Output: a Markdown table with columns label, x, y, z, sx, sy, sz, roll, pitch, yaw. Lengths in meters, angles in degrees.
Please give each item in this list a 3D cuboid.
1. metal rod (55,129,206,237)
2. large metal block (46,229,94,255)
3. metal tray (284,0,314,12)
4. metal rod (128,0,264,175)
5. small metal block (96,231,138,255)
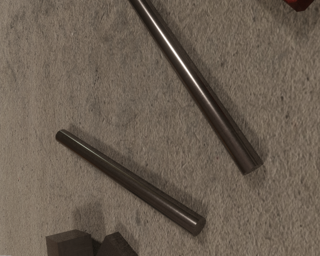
| label | x | y | z | sx | sy | sz | roll | pitch | yaw |
| --- | --- | --- | --- | --- | --- | --- | --- | --- | --- |
| metal rod | -0.063 | 0.065 | 0.454 | 0.300 | 0.025 | 0.025 | 25 | 106 | 36 |
| large metal block | -0.141 | 0.210 | 0.488 | 0.080 | 0.050 | 0.080 | -19 | 77 | 57 |
| metal tray | 0.143 | -0.188 | 0.282 | 0.129 | 0.030 | 0.090 | -49 | 61 | 28 |
| metal rod | 0.028 | -0.077 | 0.379 | 0.025 | 0.025 | 0.299 | -44 | 64 | 31 |
| small metal block | -0.065 | 0.192 | 0.456 | 0.050 | 0.025 | 0.050 | 39 | 113 | 32 |
